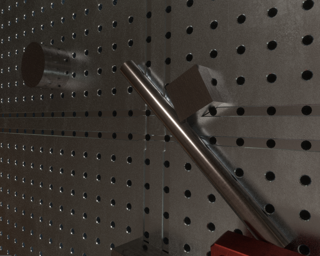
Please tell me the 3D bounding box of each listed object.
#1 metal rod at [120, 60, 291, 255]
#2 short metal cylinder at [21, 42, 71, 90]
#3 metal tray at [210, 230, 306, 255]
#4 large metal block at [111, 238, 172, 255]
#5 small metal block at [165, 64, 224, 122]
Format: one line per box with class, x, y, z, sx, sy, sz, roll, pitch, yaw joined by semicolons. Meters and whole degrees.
metal rod;0.037;0.017;0.377;0.300;0.025;0.025;51;120;27
short metal cylinder;-0.207;-0.110;0.560;0.080;0.050;0.079;0;90;39
metal tray;0.099;0.177;0.305;0.090;0.030;0.129;6;106;39
large metal block;-0.022;0.206;0.409;0.080;0.050;0.079;11;97;39
small metal block;0.041;-0.041;0.374;0.050;0.025;0.050;-33;70;34
